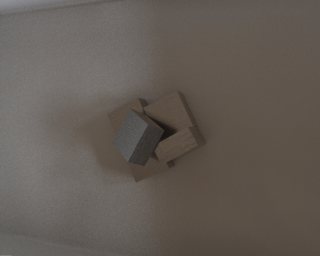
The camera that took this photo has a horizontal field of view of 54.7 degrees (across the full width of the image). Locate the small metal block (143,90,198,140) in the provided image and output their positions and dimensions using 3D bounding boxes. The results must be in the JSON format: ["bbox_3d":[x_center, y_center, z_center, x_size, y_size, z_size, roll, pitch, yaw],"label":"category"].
[{"bbox_3d":[0.014,-0.014,0.403,0.050,0.025,0.050,-26,82,17],"label":"small metal block"}]

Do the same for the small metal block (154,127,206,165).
[{"bbox_3d":[0.025,0.021,0.386,0.050,0.050,0.025,-29,81,16],"label":"small metal block"}]

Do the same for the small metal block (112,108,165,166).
[{"bbox_3d":[-0.028,0.011,0.378,0.050,0.025,0.050,40,105,50],"label":"small metal block"}]

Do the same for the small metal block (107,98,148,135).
[{"bbox_3d":[-0.036,-0.007,0.421,0.050,0.025,0.050,-26,82,17],"label":"small metal block"}]

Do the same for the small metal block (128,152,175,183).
[{"bbox_3d":[-0.016,0.039,0.414,0.050,0.025,0.050,-26,82,17],"label":"small metal block"}]
